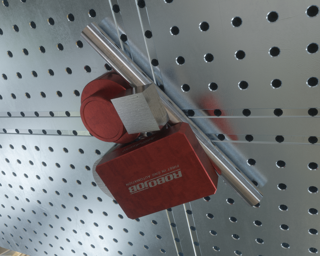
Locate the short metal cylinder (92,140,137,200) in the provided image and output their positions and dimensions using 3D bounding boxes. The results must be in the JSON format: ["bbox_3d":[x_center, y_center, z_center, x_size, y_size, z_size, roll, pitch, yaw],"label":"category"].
[{"bbox_3d":[-0.051,0.063,0.455,0.080,0.050,0.079,13,124,21],"label":"short metal cylinder"}]

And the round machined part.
[{"bbox_3d":[-0.067,-0.020,0.417,0.098,0.042,0.097,14,125,21],"label":"round machined part"}]

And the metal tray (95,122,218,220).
[{"bbox_3d":[-0.004,0.057,0.391,0.130,0.030,0.090,-24,106,23],"label":"metal tray"}]

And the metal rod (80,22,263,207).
[{"bbox_3d":[0.017,-0.014,0.388,0.300,0.025,0.025,45,129,-4],"label":"metal rod"}]

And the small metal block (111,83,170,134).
[{"bbox_3d":[-0.024,-0.022,0.375,0.050,0.025,0.050,-8,117,37],"label":"small metal block"}]
